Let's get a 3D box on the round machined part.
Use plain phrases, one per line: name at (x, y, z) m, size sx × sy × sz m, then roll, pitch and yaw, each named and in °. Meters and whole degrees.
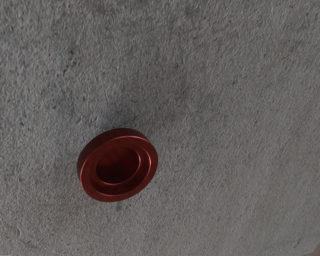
round machined part at (-0.055, 0.042, 0.391) m, size 0.099 × 0.042 × 0.097 m, roll -14°, pitch 124°, yaw -21°
